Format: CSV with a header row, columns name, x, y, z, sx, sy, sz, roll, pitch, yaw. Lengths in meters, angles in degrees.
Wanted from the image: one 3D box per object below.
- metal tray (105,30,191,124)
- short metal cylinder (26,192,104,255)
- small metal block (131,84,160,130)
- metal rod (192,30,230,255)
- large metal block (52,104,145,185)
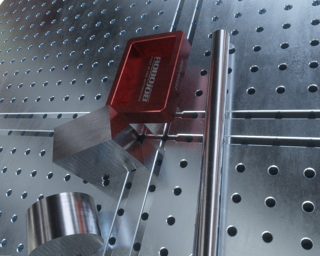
name,x,y,z,sx,sy,sz,roll,pitch,yaw
metal tray,-0.015,-0.069,0.421,0.090,0.030,0.130,0,61,27
short metal cylinder,-0.110,0.117,0.357,0.080,0.080,0.050,-30,52,9
small metal block,-0.013,-0.034,0.435,0.050,0.025,0.050,-41,51,0
metal rod,0.065,0.000,0.372,0.025,0.025,0.299,-5,59,25
large metal block,-0.077,0.025,0.396,0.080,0.080,0.050,-22,54,15
